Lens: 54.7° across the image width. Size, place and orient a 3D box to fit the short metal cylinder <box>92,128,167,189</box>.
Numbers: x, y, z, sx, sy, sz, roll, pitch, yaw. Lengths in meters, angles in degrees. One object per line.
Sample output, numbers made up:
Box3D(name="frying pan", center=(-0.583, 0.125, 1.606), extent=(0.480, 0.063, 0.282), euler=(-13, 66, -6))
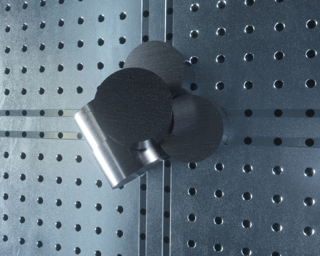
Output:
Box3D(name="short metal cylinder", center=(-0.038, 0.036, 0.395), extent=(0.080, 0.080, 0.050), euler=(-35, 79, 16))

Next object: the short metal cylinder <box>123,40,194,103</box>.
Box3D(name="short metal cylinder", center=(-0.001, -0.066, 0.398), extent=(0.080, 0.050, 0.079), euler=(0, 90, 19))

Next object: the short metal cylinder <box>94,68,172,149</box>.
Box3D(name="short metal cylinder", center=(-0.027, -0.019, 0.339), extent=(0.081, 0.050, 0.080), euler=(0, 78, 2))

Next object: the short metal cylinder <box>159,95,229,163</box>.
Box3D(name="short metal cylinder", center=(0.042, 0.001, 0.383), extent=(0.080, 0.050, 0.079), euler=(0, 90, 19))

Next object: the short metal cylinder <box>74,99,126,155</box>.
Box3D(name="short metal cylinder", center=(-0.063, -0.007, 0.405), extent=(0.080, 0.080, 0.050), euler=(-35, 79, 16))
